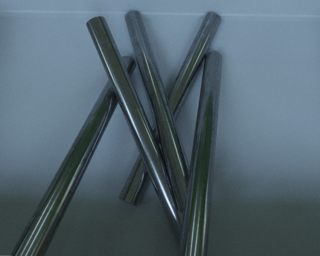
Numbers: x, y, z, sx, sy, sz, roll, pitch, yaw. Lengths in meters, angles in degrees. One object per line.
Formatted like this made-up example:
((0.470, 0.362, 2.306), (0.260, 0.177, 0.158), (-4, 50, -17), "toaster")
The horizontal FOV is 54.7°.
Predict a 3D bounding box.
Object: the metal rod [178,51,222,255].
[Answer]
((0.051, 0.010, 0.352), (0.025, 0.025, 0.300), (11, 49, 3), "metal rod")

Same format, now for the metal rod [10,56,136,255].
((-0.080, 0.013, 0.344), (0.025, 0.025, 0.300), (13, 47, 4), "metal rod")

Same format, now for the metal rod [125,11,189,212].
((-0.004, -0.041, 0.401), (0.025, 0.025, 0.299), (-13, 62, -5), "metal rod")

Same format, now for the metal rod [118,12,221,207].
((0.021, -0.038, 0.423), (0.025, 0.025, 0.300), (23, 71, 7), "metal rod")

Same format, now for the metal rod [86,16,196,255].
((-0.022, 0.005, 0.373), (0.025, 0.025, 0.299), (-22, 85, -8), "metal rod")
